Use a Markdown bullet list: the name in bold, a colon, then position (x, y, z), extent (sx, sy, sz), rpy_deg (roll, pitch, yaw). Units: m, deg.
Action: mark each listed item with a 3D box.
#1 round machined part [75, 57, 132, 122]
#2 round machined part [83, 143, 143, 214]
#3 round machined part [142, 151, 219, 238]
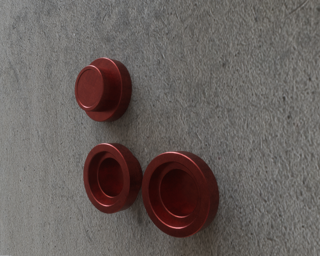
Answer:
- **round machined part**: position (-0.092, -0.058, 0.470), extent (0.098, 0.042, 0.097), rpy_deg (0, 90, 40)
- **round machined part**: position (-0.064, 0.070, 0.447), extent (0.098, 0.042, 0.097), rpy_deg (0, 90, 40)
- **round machined part**: position (0.028, 0.076, 0.371), extent (0.098, 0.042, 0.097), rpy_deg (0, 90, 40)
